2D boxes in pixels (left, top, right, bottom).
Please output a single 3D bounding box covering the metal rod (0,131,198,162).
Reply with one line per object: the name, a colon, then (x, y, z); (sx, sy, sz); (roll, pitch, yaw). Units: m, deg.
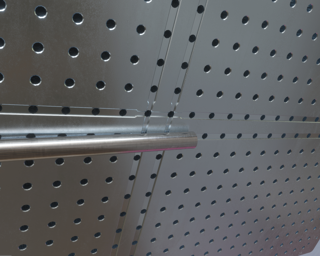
metal rod: (-0.087, 0.022, 0.376); (0.302, 0.025, 0.025); (-2, 119, -28)
